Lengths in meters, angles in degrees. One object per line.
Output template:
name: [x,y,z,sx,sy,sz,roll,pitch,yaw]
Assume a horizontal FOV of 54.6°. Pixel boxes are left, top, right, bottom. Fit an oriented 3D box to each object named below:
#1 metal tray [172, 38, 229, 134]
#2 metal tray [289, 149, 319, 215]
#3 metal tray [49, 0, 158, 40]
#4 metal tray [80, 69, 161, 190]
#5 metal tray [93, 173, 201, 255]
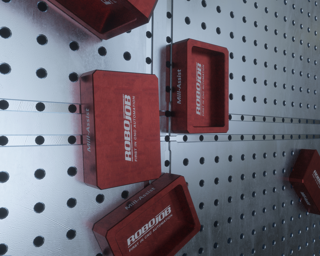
metal tray: [0.061,-0.057,0.455,0.091,0.030,0.129,0,90,-40]
metal tray: [0.338,0.119,0.687,0.130,0.030,0.090,51,60,-28]
metal tray: [-0.077,-0.144,0.300,0.130,0.090,0.030,32,71,-36]
metal tray: [-0.044,0.000,0.368,0.091,0.030,0.129,-3,92,-40]
metal tray: [-0.010,0.128,0.396,0.131,0.030,0.090,-31,109,-36]
